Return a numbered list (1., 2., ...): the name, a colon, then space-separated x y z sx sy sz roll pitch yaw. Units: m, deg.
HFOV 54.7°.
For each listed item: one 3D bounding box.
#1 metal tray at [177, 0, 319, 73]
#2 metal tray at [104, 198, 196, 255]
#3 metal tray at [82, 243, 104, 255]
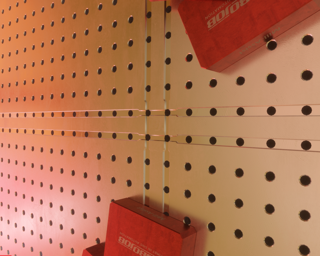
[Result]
1. metal tray: 0.088 -0.131 0.332 0.130 0.030 0.090 -30 72 35
2. metal tray: -0.018 0.158 0.419 0.130 0.030 0.089 12 98 39
3. metal tray: -0.093 0.261 0.480 0.090 0.030 0.129 24 105 37
